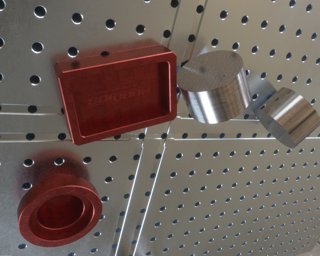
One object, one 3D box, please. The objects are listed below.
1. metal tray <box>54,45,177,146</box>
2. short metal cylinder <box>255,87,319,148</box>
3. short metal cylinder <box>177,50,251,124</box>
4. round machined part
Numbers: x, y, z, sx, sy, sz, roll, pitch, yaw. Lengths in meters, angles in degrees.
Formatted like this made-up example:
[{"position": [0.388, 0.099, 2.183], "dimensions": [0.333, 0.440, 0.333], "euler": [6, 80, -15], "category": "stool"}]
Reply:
[{"position": [-0.045, -0.039, 0.358], "dimensions": [0.131, 0.030, 0.089], "euler": [-15, 125, -20], "category": "metal tray"}, {"position": [0.193, -0.015, 0.471], "dimensions": [0.050, 0.080, 0.080], "euler": [-42, 129, 0], "category": "short metal cylinder"}, {"position": [0.066, -0.051, 0.380], "dimensions": [0.080, 0.080, 0.050], "euler": [-33, 129, -7], "category": "short metal cylinder"}, {"position": [-0.127, 0.099, 0.392], "dimensions": [0.099, 0.042, 0.097], "euler": [-14, 124, -21], "category": "round machined part"}]
